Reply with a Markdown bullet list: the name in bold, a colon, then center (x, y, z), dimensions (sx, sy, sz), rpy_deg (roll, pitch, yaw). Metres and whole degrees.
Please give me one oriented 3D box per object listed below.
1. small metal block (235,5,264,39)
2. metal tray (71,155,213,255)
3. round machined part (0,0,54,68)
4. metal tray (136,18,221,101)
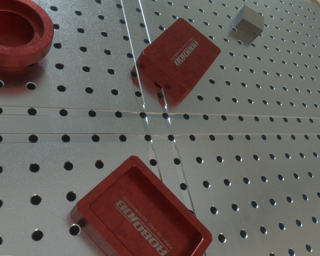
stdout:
- **small metal block**: center (0.187, -0.220, 0.643), dimensions (0.050, 0.025, 0.050), rpy_deg (27, 52, -12)
- **metal tray**: center (-0.017, 0.104, 0.331), dimensions (0.130, 0.030, 0.091), rpy_deg (46, 51, 4)
- **round machined part**: center (-0.181, -0.111, 0.368), dimensions (0.099, 0.042, 0.098), rpy_deg (14, 56, -21)
- **metal tray**: center (0.033, -0.112, 0.491), dimensions (0.090, 0.030, 0.131), rpy_deg (39, 51, -2)
